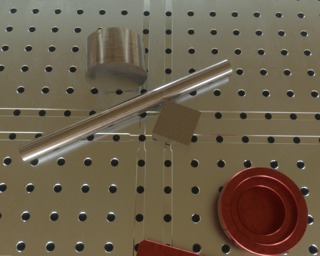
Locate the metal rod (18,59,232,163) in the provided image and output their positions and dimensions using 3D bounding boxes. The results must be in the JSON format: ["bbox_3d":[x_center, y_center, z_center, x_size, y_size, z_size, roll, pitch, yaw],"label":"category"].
[{"bbox_3d":[-0.039,-0.027,0.420,0.302,0.025,0.025,-24,72,-9],"label":"metal rod"}]

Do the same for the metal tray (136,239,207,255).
[{"bbox_3d":[0.030,0.185,0.342,0.131,0.030,0.090,14,70,4],"label":"metal tray"}]

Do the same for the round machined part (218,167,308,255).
[{"bbox_3d":[0.117,0.099,0.368,0.099,0.042,0.098,0,70,-1],"label":"round machined part"}]

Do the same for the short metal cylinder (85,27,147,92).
[{"bbox_3d":[-0.059,-0.089,0.414,0.081,0.080,0.050,-5,70,-2],"label":"short metal cylinder"}]

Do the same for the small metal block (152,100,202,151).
[{"bbox_3d":[0.022,-0.003,0.413,0.050,0.025,0.050,20,71,7],"label":"small metal block"}]
